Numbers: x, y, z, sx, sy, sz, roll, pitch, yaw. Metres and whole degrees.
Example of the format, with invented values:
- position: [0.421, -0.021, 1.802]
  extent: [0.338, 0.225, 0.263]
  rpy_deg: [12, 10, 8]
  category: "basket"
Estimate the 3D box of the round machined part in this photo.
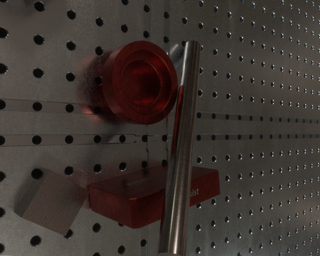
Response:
- position: [-0.028, -0.053, 0.376]
  extent: [0.099, 0.042, 0.097]
  rpy_deg: [0, 90, -40]
  category: "round machined part"

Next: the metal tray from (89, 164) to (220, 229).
- position: [-0.004, 0.073, 0.365]
  extent: [0.131, 0.090, 0.030]
  rpy_deg: [-9, 97, -40]
  category: "metal tray"

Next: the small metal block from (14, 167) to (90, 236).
- position: [-0.110, 0.075, 0.319]
  extent: [0.050, 0.025, 0.050]
  rpy_deg: [40, 65, -33]
  category: "small metal block"

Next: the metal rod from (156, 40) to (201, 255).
- position: [0.029, -0.004, 0.358]
  extent: [0.025, 0.025, 0.300]
  rpy_deg: [41, 41, -33]
  category: "metal rod"
